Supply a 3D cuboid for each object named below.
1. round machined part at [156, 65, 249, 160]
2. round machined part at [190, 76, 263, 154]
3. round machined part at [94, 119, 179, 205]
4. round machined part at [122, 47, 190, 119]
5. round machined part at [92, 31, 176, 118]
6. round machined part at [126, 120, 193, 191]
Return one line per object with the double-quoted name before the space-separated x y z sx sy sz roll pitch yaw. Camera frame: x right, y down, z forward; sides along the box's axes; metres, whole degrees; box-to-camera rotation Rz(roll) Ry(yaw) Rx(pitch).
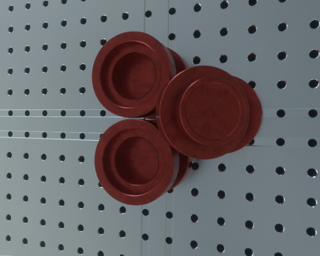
"round machined part" 0.048 -0.016 0.319 0.099 0.042 0.097 0 89 -12
"round machined part" 0.073 -0.017 0.378 0.098 0.042 0.097 0 90 20
"round machined part" -0.024 0.038 0.367 0.098 0.042 0.097 0 90 20
"round machined part" -0.011 -0.061 0.409 0.098 0.042 0.097 0 90 20
"round machined part" -0.027 -0.060 0.368 0.098 0.042 0.097 0 90 20
"round machined part" -0.010 0.038 0.408 0.098 0.042 0.097 0 90 20
